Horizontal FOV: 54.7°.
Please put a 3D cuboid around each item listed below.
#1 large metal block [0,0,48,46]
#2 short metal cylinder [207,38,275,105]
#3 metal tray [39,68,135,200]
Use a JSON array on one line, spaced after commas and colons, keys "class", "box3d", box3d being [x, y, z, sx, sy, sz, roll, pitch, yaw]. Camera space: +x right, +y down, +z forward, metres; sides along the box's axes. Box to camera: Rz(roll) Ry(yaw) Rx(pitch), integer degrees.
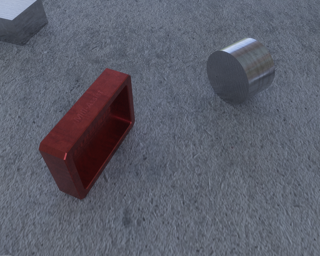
[{"class": "large metal block", "box3d": [-0.263, -0.197, 0.551, 0.080, 0.050, 0.080, 15, 52, 12]}, {"class": "short metal cylinder", "box3d": [0.112, -0.079, 0.435, 0.050, 0.080, 0.080, -30, 56, -22]}, {"class": "metal tray", "box3d": [-0.074, 0.005, 0.356, 0.030, 0.090, 0.130, 19, 53, 15]}]
